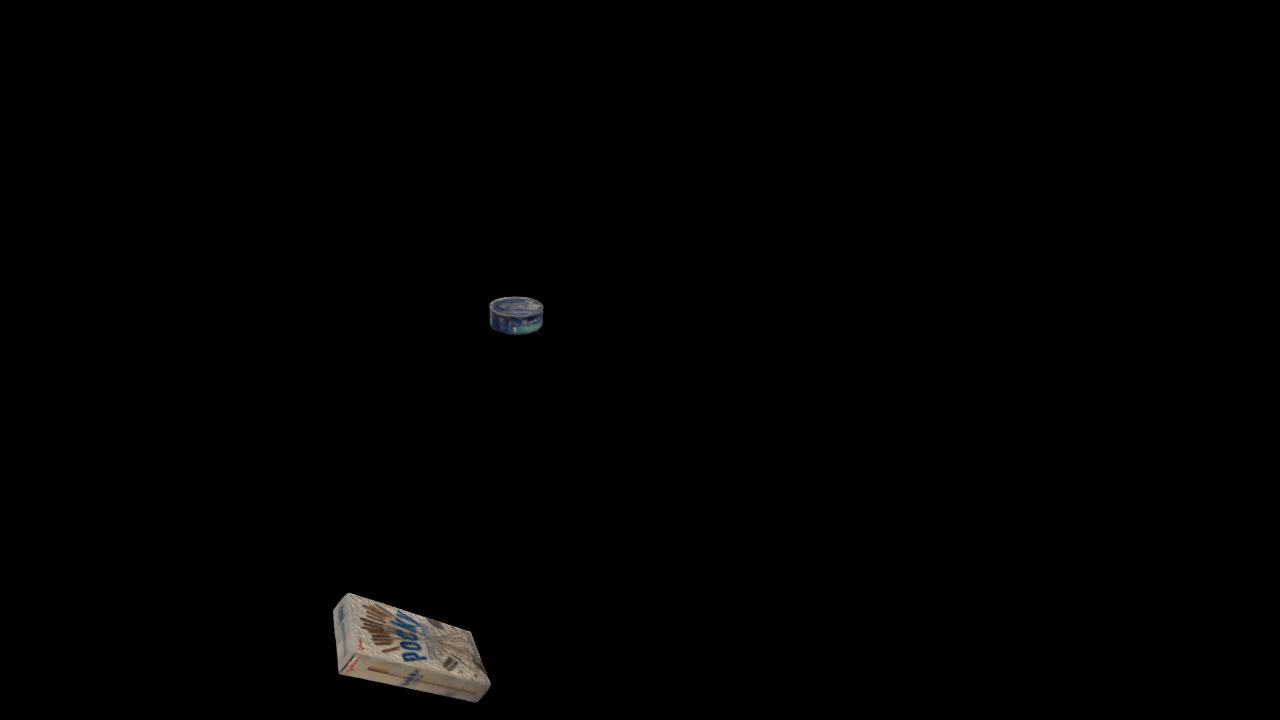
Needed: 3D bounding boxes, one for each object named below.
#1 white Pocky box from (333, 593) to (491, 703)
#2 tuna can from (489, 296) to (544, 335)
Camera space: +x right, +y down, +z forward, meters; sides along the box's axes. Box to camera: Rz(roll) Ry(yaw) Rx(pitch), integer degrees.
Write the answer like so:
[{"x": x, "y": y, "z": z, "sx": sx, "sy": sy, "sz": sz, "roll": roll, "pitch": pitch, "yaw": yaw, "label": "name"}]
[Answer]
[{"x": -0.225, "y": 0.287, "z": 0.609, "sx": 0.154, "sy": 0.028, "sz": 0.084, "roll": 38, "pitch": -2, "yaw": -36, "label": "white Pocky box"}, {"x": -0.195, "y": -0.071, "z": 0.973, "sx": 0.084, "sy": 0.034, "sz": 0.084, "roll": 5, "pitch": 25, "yaw": -2, "label": "tuna can"}]
